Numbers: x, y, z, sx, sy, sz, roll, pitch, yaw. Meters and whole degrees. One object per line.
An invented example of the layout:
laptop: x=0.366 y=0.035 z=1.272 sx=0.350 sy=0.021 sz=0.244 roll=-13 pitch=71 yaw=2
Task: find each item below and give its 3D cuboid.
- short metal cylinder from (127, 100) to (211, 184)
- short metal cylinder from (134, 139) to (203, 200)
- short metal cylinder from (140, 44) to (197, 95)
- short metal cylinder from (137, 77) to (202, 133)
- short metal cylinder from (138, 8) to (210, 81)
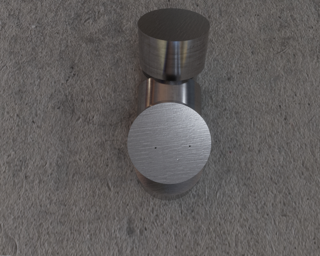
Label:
short metal cylinder: x=0.009 y=0.012 z=0.321 sx=0.080 sy=0.050 sz=0.079 roll=0 pitch=98 yaw=1
short metal cylinder: x=0.010 y=0.046 z=0.380 sx=0.081 sy=0.050 sz=0.080 roll=0 pitch=70 yaw=0
short metal cylinder: x=0.013 y=-0.081 z=0.426 sx=0.081 sy=0.050 sz=0.080 roll=0 pitch=70 yaw=0
short metal cylinder: x=0.012 y=-0.025 z=0.390 sx=0.080 sy=0.080 sz=0.050 roll=1 pitch=70 yaw=0
short metal cylinder: x=0.015 y=-0.099 z=0.364 sx=0.081 sy=0.050 sz=0.080 roll=1 pitch=45 yaw=-1
